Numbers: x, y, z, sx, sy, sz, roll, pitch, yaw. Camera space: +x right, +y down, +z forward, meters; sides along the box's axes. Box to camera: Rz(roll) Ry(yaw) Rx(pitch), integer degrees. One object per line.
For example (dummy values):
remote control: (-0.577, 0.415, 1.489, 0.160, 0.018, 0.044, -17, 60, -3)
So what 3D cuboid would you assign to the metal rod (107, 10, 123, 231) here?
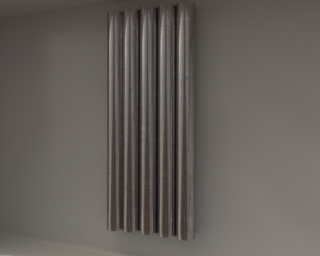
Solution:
metal rod: (-0.061, -0.010, 0.431, 0.025, 0.025, 0.298, 0, 90, 20)

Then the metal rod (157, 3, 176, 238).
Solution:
metal rod: (0.010, -0.010, 0.406, 0.025, 0.025, 0.298, 0, 90, 20)

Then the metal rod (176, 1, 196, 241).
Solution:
metal rod: (0.033, -0.009, 0.397, 0.025, 0.025, 0.298, 0, 90, 20)

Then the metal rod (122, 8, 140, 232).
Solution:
metal rod: (-0.039, -0.011, 0.423, 0.025, 0.025, 0.298, 0, 90, 20)

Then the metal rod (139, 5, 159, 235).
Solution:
metal rod: (-0.015, -0.010, 0.414, 0.025, 0.025, 0.298, 0, 90, 20)
